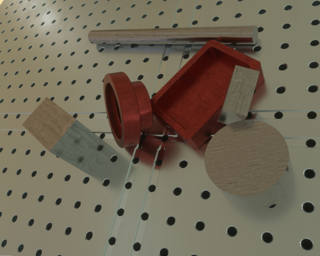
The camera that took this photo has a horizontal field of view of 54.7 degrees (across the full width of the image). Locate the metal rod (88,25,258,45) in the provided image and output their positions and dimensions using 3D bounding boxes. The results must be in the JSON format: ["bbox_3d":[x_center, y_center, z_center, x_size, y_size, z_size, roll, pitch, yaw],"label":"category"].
[{"bbox_3d":[0.002,-0.147,0.495,0.300,0.025,0.025,10,67,32],"label":"metal rod"}]

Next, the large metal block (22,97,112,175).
[{"bbox_3d":[-0.128,0.011,0.431,0.080,0.080,0.050,31,79,37],"label":"large metal block"}]

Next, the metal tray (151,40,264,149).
[{"bbox_3d":[0.057,-0.047,0.402,0.130,0.030,0.090,-46,51,-4],"label":"metal tray"}]

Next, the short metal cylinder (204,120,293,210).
[{"bbox_3d":[0.092,0.038,0.320,0.080,0.050,0.080,-13,57,21],"label":"short metal cylinder"}]

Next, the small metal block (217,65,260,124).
[{"bbox_3d":[0.084,-0.032,0.336,0.025,0.050,0.050,17,79,8],"label":"small metal block"}]

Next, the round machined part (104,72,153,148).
[{"bbox_3d":[-0.041,-0.026,0.408,0.042,0.097,0.098,-12,49,-19],"label":"round machined part"}]
